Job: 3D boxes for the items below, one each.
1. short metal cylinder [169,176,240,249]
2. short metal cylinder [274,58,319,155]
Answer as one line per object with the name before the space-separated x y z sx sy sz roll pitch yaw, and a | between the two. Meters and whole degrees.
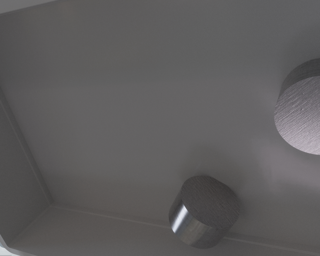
short metal cylinder | 0.057 0.110 0.411 0.080 0.080 0.050 29 128 10
short metal cylinder | 0.155 -0.021 0.297 0.080 0.050 0.079 13 124 21
